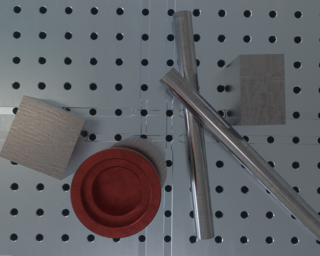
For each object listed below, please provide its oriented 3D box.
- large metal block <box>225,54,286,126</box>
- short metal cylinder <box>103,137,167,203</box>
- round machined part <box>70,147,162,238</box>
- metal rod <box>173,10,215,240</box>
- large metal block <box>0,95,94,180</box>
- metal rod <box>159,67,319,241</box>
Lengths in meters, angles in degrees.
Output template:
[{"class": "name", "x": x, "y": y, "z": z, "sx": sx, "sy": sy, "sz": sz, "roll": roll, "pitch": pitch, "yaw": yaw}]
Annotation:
[{"class": "large metal block", "x": 0.115, "y": -0.043, "z": 0.387, "sx": 0.050, "sy": 0.080, "sz": 0.079, "roll": -1, "pitch": 90, "yaw": 0}, {"class": "short metal cylinder", "x": -0.032, "y": 0.052, "z": 0.401, "sx": 0.081, "sy": 0.050, "sz": 0.079, "roll": 0, "pitch": 90, "yaw": 0}, {"class": "round machined part", "x": -0.048, "y": 0.071, "z": 0.355, "sx": 0.099, "sy": 0.042, "sz": 0.097, "roll": 0, "pitch": 90, "yaw": 0}, {"class": "metal rod", "x": 0.045, "y": -0.004, "z": 0.413, "sx": 0.025, "sy": 0.025, "sz": 0.298, "roll": -6, "pitch": 90, "yaw": 0}, {"class": "large metal block", "x": -0.142, "y": 0.012, "z": 0.400, "sx": 0.080, "sy": 0.050, "sz": 0.080, "roll": 22, "pitch": 90, "yaw": 0}, {"class": "metal rod", "x": 0.114, "y": 0.038, "z": 0.398, "sx": 0.300, "sy": 0.025, "sz": 0.025, "roll": 44, "pitch": 90, "yaw": -7}]
